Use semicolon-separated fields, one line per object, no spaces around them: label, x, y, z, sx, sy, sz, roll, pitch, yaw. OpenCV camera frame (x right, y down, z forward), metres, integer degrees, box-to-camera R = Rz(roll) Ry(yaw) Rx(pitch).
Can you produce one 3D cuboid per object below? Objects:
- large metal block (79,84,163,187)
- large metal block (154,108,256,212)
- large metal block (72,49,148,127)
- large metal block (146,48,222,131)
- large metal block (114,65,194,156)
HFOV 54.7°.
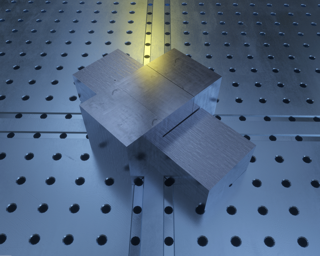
large metal block;-0.043;0.009;0.365;0.050;0.080;0.080;-37;60;-27
large metal block;0.050;0.034;0.363;0.080;0.050;0.080;-37;60;-26
large metal block;-0.061;-0.056;0.435;0.080;0.050;0.080;37;60;26
large metal block;0.029;-0.045;0.411;0.050;0.080;0.080;-37;60;-27
large metal block;-0.008;-0.019;0.388;0.050;0.080;0.080;-37;60;-27
